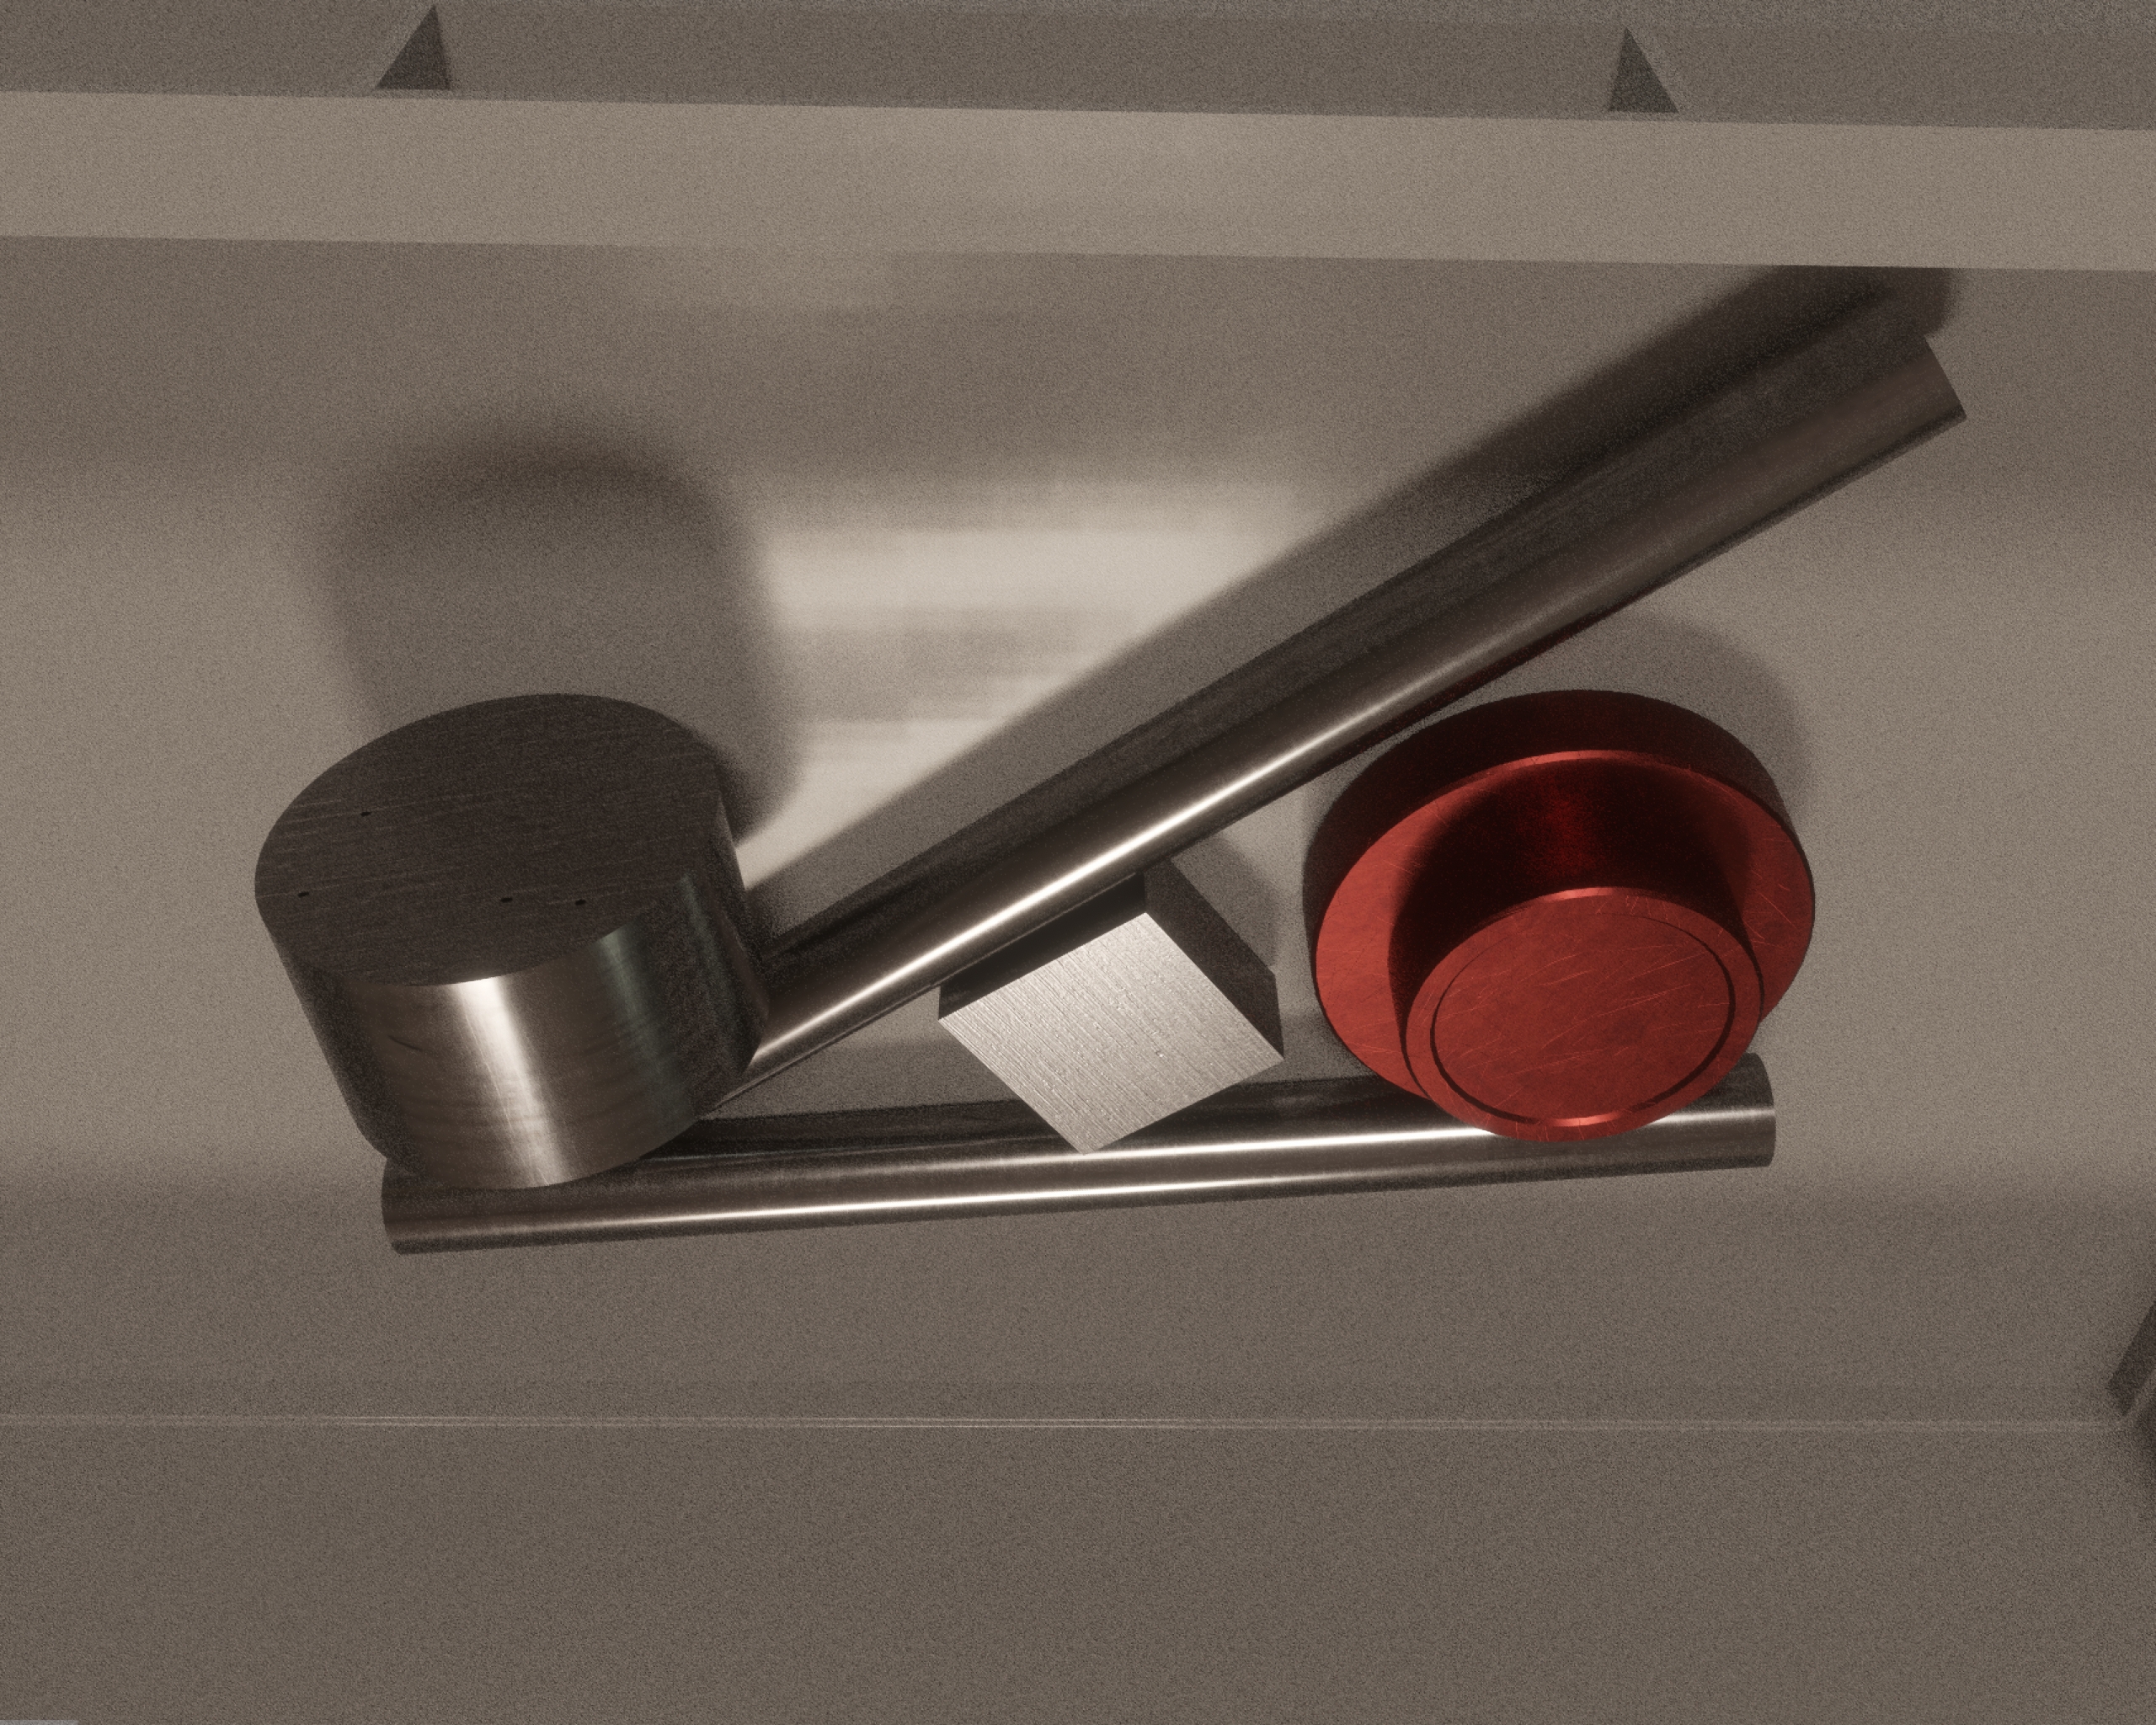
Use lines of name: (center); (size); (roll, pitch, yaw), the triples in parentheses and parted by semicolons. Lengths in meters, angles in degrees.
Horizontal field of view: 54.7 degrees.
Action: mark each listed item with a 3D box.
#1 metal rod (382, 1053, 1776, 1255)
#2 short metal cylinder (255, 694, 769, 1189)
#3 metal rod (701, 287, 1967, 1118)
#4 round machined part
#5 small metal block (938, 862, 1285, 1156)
metal rod: (-0.001, 0.065, 0.462); (0.302, 0.025, 0.025); (-4, 130, 3)
short metal cylinder: (-0.101, 0.013, 0.381); (0.080, 0.080, 0.050); (-4, 130, 3)
metal rod: (0.017, -0.015, 0.395); (0.300, 0.025, 0.025); (-29, 125, 22)
round machined part: (0.095, 0.017, 0.410); (0.099, 0.042, 0.097); (-1, 130, 0)
small metal block: (0.007, 0.028, 0.430); (0.050, 0.025, 0.050); (-29, 125, 22)
